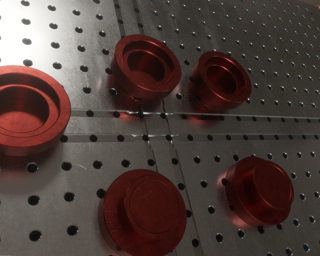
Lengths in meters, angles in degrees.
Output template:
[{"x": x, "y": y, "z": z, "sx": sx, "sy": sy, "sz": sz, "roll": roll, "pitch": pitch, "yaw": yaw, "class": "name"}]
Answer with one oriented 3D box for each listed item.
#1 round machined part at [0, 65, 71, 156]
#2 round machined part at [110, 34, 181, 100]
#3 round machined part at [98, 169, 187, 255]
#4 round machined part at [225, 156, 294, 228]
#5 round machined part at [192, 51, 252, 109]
[{"x": -0.148, "y": -0.015, "z": 0.327, "sx": 0.099, "sy": 0.042, "sz": 0.098, "roll": 14, "pitch": 56, "yaw": -21, "class": "round machined part"}, {"x": -0.023, "y": -0.080, "z": 0.435, "sx": 0.099, "sy": 0.042, "sz": 0.098, "roll": 14, "pitch": 56, "yaw": -21, "class": "round machined part"}, {"x": -0.013, "y": 0.090, "z": 0.337, "sx": 0.099, "sy": 0.042, "sz": 0.098, "roll": 14, "pitch": 56, "yaw": -21, "class": "round machined part"}, {"x": 0.143, "y": 0.083, "z": 0.426, "sx": 0.099, "sy": 0.042, "sz": 0.098, "roll": 14, "pitch": 56, "yaw": -21, "class": "round machined part"}, {"x": 0.093, "y": -0.071, "z": 0.493, "sx": 0.099, "sy": 0.042, "sz": 0.098, "roll": 14, "pitch": 56, "yaw": -21, "class": "round machined part"}]
